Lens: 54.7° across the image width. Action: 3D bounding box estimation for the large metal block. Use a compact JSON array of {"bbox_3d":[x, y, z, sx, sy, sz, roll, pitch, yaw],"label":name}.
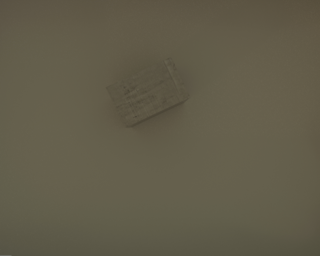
[{"bbox_3d":[-0.013,-0.040,0.384,0.080,0.080,0.050,-25,90,0],"label":"large metal block"}]
